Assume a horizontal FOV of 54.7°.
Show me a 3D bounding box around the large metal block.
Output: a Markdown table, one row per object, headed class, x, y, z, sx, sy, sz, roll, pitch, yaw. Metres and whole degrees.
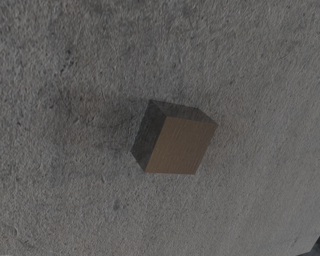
| class | x | y | z | sx | sy | sz | roll | pitch | yaw |
| --- | --- | --- | --- | --- | --- | --- | --- | --- | --- |
| large metal block | 0.018 | 0.014 | 0.412 | 0.081 | 0.050 | 0.079 | 8 | 114 | -32 |
